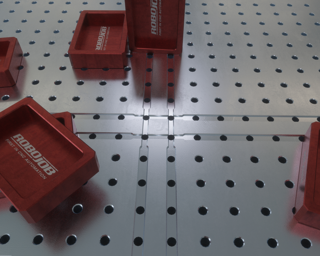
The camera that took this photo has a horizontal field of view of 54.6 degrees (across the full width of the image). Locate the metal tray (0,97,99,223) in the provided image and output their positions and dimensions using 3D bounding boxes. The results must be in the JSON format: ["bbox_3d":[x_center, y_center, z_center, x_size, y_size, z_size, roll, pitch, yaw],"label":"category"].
[{"bbox_3d":[-0.143,0.028,0.340,0.130,0.030,0.090,35,58,25],"label":"metal tray"}]

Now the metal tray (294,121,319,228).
[{"bbox_3d":[0.212,0.058,0.356,0.090,0.030,0.130,17,52,13],"label":"metal tray"}]

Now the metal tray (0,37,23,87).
[{"bbox_3d":[-0.293,-0.101,0.487,0.131,0.030,0.090,-6,50,-5],"label":"metal tray"}]

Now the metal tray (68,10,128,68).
[{"bbox_3d":[-0.099,-0.156,0.534,0.090,0.030,0.130,1,50,0],"label":"metal tray"}]

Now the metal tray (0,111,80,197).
[{"bbox_3d":[-0.168,0.032,0.376,0.131,0.030,0.090,-11,51,-10],"label":"metal tray"}]

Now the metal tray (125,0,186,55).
[{"bbox_3d":[-0.006,-0.180,0.491,0.090,0.129,0.030,4,50,3],"label":"metal tray"}]
